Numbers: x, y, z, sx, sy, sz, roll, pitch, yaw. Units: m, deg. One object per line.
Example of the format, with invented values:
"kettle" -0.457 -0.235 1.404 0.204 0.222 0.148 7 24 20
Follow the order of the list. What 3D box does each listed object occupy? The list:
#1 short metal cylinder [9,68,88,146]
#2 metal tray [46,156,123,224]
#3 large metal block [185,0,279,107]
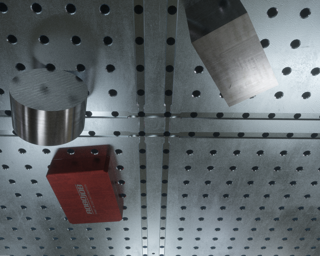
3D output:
"short metal cylinder" -0.125 -0.025 0.352 0.081 0.080 0.050 10 129 -9
"metal tray" -0.114 0.103 0.494 0.091 0.030 0.129 -4 130 3
"large metal block" 0.069 -0.082 0.307 0.050 0.080 0.080 -25 126 19
